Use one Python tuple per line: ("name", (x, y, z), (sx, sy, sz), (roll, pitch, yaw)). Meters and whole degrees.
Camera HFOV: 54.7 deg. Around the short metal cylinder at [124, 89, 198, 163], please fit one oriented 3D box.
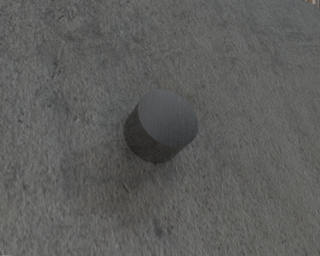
("short metal cylinder", (0.001, -0.002, 0.391), (0.081, 0.050, 0.080), (14, 56, -21))
